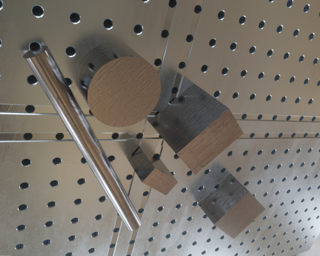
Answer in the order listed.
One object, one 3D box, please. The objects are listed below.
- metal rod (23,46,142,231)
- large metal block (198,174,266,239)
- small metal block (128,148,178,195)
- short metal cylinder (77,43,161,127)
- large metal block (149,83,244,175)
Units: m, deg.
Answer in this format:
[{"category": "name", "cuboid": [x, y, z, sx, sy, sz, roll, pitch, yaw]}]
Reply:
[{"category": "metal rod", "cuboid": [-0.081, 0.038, 0.391, 0.025, 0.025, 0.299, -28, 128, -11]}, {"category": "large metal block", "cuboid": [0.130, 0.142, 0.557, 0.080, 0.050, 0.080, -44, 130, 2]}, {"category": "small metal block", "cuboid": [-0.010, 0.060, 0.429, 0.025, 0.050, 0.050, -48, 129, 6]}, {"category": "short metal cylinder", "cuboid": [-0.046, -0.048, 0.342, 0.081, 0.050, 0.079, -14, 125, -21]}, {"category": "large metal block", "cuboid": [0.045, -0.001, 0.401, 0.080, 0.080, 0.050, -41, 130, -1]}]
